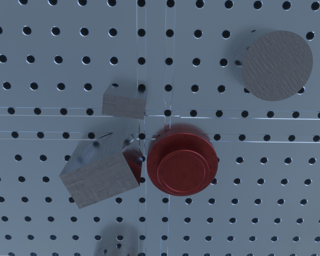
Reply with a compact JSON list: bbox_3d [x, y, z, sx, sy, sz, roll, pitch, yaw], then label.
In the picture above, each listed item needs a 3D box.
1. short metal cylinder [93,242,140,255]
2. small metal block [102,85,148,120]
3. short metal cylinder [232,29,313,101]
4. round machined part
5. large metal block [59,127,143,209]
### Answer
[{"bbox_3d":[-0.070,0.228,0.483,0.081,0.050,0.079,0,110,-1],"label":"short metal cylinder"},{"bbox_3d":[-0.043,-0.033,0.387,0.050,0.050,0.025,7,110,-3],"label":"small metal block"},{"bbox_3d":[0.132,-0.077,0.373,0.081,0.050,0.079,0,110,-1],"label":"short metal cylinder"},{"bbox_3d":[0.031,0.053,0.424,0.099,0.042,0.097,0,110,-1],"label":"round machined part"},{"bbox_3d":[-0.071,0.049,0.401,0.080,0.080,0.050,-22,109,7],"label":"large metal block"}]
